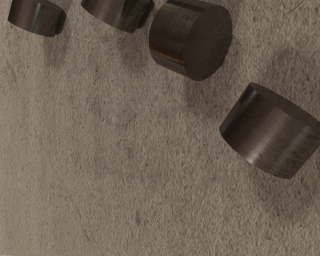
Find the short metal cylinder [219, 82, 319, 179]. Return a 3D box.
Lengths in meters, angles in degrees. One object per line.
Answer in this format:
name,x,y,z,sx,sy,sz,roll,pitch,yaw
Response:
short metal cylinder,0.102,0.001,0.284,0.080,0.081,0.050,44,117,30

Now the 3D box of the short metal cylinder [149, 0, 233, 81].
short metal cylinder,0.034,-0.098,0.339,0.050,0.081,0.079,31,109,35

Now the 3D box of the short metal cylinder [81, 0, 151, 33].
short metal cylinder,-0.058,-0.171,0.415,0.080,0.081,0.050,47,118,29

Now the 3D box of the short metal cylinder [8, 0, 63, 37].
short metal cylinder,-0.219,-0.201,0.546,0.080,0.081,0.050,38,113,33
